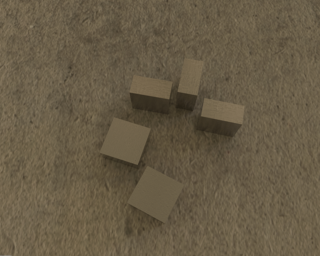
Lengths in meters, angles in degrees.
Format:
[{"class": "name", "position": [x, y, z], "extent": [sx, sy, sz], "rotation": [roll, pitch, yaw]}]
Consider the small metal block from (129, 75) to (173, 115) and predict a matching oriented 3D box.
[{"class": "small metal block", "position": [-0.011, -0.043, 0.410], "extent": [0.050, 0.050, 0.025], "rotation": [10, 71, 3]}]

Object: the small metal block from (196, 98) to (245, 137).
[{"class": "small metal block", "position": [0.077, -0.012, 0.400], "extent": [0.050, 0.050, 0.025], "rotation": [11, 71, 4]}]

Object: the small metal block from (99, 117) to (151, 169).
[{"class": "small metal block", "position": [-0.043, 0.020, 0.400], "extent": [0.050, 0.025, 0.050], "rotation": [17, 71, 6]}]

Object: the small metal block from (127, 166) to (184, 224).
[{"class": "small metal block", "position": [-0.005, 0.082, 0.378], "extent": [0.050, 0.025, 0.050], "rotation": [27, 72, 9]}]

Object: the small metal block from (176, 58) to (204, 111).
[{"class": "small metal block", "position": [0.039, -0.057, 0.416], "extent": [0.025, 0.050, 0.050], "rotation": [11, 70, 4]}]
